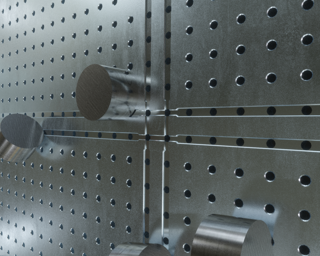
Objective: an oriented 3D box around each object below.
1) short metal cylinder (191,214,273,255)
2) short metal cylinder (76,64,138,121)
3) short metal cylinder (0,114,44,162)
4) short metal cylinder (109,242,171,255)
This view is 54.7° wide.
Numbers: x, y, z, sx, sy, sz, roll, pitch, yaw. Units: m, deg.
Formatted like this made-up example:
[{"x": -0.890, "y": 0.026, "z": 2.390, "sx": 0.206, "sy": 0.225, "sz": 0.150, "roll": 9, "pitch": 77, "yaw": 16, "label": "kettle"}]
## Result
[{"x": 0.074, "y": 0.130, "z": 0.311, "sx": 0.050, "sy": 0.081, "sz": 0.080, "roll": -4, "pitch": 87, "yaw": 40, "label": "short metal cylinder"}, {"x": -0.078, "y": -0.050, "z": 0.455, "sx": 0.080, "sy": 0.050, "sz": 0.079, "roll": 0, "pitch": 90, "yaw": 39, "label": "short metal cylinder"}, {"x": -0.273, "y": 0.019, "z": 0.595, "sx": 0.050, "sy": 0.081, "sz": 0.080, "roll": -42, "pitch": 65, "yaw": 32, "label": "short metal cylinder"}, {"x": -0.025, "y": 0.188, "z": 0.393, "sx": 0.050, "sy": 0.081, "sz": 0.080, "roll": -14, "pitch": 81, "yaw": 39, "label": "short metal cylinder"}]
